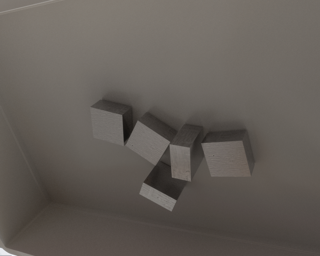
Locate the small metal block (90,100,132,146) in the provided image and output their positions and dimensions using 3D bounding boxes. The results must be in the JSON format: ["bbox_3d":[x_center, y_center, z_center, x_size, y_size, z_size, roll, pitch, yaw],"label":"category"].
[{"bbox_3d":[-0.067,-0.008,0.434,0.050,0.025,0.050,14,124,20],"label":"small metal block"}]

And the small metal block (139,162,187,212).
[{"bbox_3d":[0.007,0.080,0.434,0.050,0.050,0.025,27,128,10],"label":"small metal block"}]

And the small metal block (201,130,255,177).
[{"bbox_3d":[0.084,0.032,0.380,0.050,0.025,0.050,-6,116,30],"label":"small metal block"}]

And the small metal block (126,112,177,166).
[{"bbox_3d":[-0.012,0.015,0.419,0.050,0.025,0.050,33,129,5],"label":"small metal block"}]

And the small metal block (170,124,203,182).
[{"bbox_3d":[0.035,0.030,0.390,0.025,0.050,0.050,9,122,23],"label":"small metal block"}]
